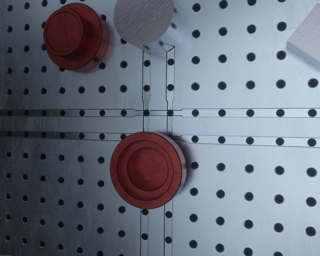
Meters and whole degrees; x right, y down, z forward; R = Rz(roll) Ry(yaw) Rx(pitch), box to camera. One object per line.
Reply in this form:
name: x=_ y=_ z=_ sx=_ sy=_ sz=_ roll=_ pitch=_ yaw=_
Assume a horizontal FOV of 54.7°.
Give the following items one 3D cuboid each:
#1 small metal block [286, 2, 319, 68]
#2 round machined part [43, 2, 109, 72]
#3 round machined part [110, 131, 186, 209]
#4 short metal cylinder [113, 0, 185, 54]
small metal block: x=0.180 y=-0.102 z=0.349 sx=0.050 sy=0.025 sz=0.050 roll=40 pitch=103 yaw=15
round machined part: x=-0.128 y=-0.133 z=0.449 sx=0.098 sy=0.042 sz=0.097 roll=0 pitch=90 yaw=20
round machined part: x=-0.012 y=0.053 z=0.408 sx=0.098 sy=0.042 sz=0.097 roll=0 pitch=90 yaw=20
short metal cylinder: x=-0.013 y=-0.142 z=0.404 sx=0.080 sy=0.050 sz=0.080 roll=0 pitch=90 yaw=20
